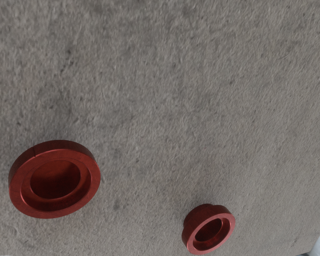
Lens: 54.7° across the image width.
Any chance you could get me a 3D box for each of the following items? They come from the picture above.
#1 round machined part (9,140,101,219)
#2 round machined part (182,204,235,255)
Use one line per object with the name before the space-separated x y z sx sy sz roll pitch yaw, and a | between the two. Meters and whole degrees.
round machined part | -0.124 0.055 0.363 0.099 0.042 0.097 -14 125 -21
round machined part | 0.081 0.174 0.551 0.099 0.042 0.097 -14 125 -21
